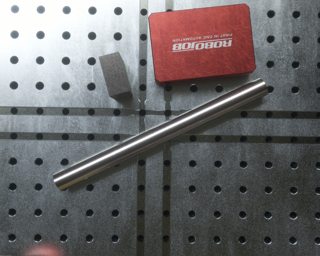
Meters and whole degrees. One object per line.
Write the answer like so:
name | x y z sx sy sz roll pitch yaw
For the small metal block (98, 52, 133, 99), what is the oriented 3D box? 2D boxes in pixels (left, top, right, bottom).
small metal block | -0.056 -0.066 0.400 0.025 0.050 0.050 -15 90 0

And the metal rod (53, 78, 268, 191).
metal rod | 0.001 0.008 0.413 0.301 0.025 0.025 -25 90 -1

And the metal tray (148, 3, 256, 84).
metal tray | 0.054 -0.109 0.412 0.131 0.030 0.089 -6 90 -1
